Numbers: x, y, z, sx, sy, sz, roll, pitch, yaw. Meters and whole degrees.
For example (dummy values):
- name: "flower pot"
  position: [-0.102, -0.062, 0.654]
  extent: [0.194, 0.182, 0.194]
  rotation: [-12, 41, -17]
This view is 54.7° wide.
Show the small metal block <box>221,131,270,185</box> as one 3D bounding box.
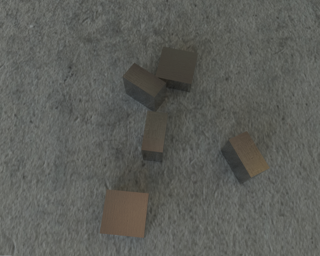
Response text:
- name: "small metal block"
  position: [0.103, 0.038, 0.382]
  extent: [0.025, 0.050, 0.050]
  rotation: [-25, 72, -9]

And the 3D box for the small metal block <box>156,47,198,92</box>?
- name: "small metal block"
  position: [0.023, -0.083, 0.439]
  extent: [0.050, 0.025, 0.050]
  rotation: [12, 70, 4]

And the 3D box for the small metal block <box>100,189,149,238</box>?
- name: "small metal block"
  position: [-0.041, 0.103, 0.370]
  extent: [0.050, 0.025, 0.050]
  rotation: [5, 70, 1]

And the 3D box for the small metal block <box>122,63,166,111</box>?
- name: "small metal block"
  position: [-0.020, -0.053, 0.414]
  extent: [0.050, 0.050, 0.025]
  rotation: [34, 74, 11]

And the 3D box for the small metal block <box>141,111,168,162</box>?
- name: "small metal block"
  position: [-0.006, 0.012, 0.390]
  extent: [0.025, 0.050, 0.050]
  rotation: [7, 70, 2]
